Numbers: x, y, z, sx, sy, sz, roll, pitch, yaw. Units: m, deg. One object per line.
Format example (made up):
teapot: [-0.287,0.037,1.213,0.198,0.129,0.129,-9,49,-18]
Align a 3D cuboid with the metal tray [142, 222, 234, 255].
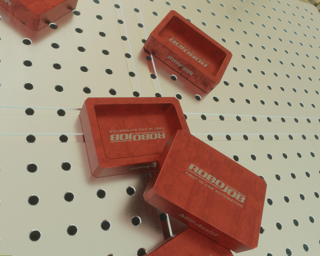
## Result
metal tray: [0.023,0.162,0.320,0.131,0.030,0.090,-21,73,-36]

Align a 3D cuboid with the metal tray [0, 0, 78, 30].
metal tray: [-0.190,-0.203,0.427,0.130,0.030,0.090,38,51,-3]

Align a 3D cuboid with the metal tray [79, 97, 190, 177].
metal tray: [-0.026,0.007,0.388,0.131,0.030,0.090,-4,64,-30]

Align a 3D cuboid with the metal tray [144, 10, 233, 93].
metal tray: [0.050,-0.128,0.511,0.130,0.030,0.090,35,51,-6]

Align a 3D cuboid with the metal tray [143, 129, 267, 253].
metal tray: [0.056,0.071,0.355,0.130,0.030,0.090,32,51,-8]
